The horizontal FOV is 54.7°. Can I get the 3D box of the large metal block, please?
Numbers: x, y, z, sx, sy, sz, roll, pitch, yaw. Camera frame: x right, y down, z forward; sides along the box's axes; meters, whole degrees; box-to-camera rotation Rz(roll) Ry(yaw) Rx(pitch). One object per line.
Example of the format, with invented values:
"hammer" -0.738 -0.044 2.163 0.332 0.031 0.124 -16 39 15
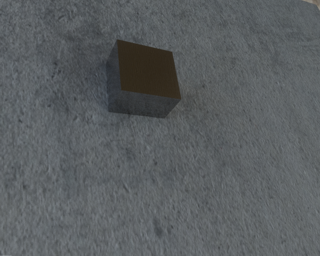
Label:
"large metal block" -0.025 -0.064 0.415 0.081 0.050 0.080 6 59 -26
